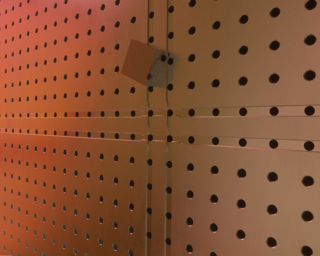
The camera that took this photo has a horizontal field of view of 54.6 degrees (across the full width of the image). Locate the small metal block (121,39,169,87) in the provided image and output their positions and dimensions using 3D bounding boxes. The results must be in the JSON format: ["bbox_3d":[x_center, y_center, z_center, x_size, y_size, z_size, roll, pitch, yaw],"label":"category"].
[{"bbox_3d":[-0.022,-0.090,0.429,0.050,0.025,0.050,32,110,35],"label":"small metal block"}]
